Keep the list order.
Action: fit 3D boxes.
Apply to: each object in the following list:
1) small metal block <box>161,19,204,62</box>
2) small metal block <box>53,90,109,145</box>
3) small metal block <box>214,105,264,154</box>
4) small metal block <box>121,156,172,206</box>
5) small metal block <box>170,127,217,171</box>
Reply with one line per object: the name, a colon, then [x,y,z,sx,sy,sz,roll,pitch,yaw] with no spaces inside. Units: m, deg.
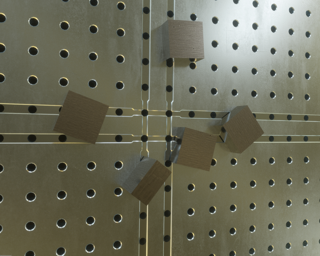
small metal block: [0.031,-0.118,0.424,0.050,0.025,0.050,-4,91,-20]
small metal block: [-0.096,-0.012,0.377,0.050,0.025,0.050,21,83,-19]
small metal block: [0.116,0.002,0.455,0.050,0.025,0.050,-38,102,-16]
small metal block: [-0.018,0.065,0.393,0.025,0.050,0.050,42,77,-15]
small metal block: [0.046,0.029,0.429,0.050,0.025,0.050,15,85,-19]
